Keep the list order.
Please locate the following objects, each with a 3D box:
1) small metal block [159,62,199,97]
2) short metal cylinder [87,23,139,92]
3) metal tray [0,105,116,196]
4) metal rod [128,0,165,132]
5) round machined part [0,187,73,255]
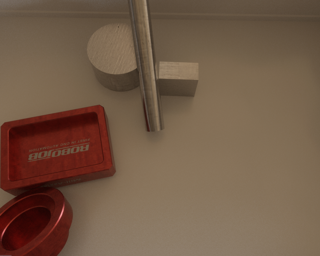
[{"bbox_3d":[0.024,-0.065,0.421,0.050,0.050,0.025,2,70,0],"label":"small metal block"},{"bbox_3d":[-0.056,-0.097,0.431,0.081,0.050,0.080,0,70,0],"label":"short metal cylinder"},{"bbox_3d":[-0.128,0.027,0.391,0.131,0.030,0.090,-11,65,-5],"label":"metal tray"},{"bbox_3d":[-0.025,-0.143,0.376,0.025,0.025,0.298,-8,102,-3],"label":"metal rod"},{"bbox_3d":[-0.141,0.115,0.340,0.098,0.042,0.098,-15,33,10],"label":"round machined part"}]
